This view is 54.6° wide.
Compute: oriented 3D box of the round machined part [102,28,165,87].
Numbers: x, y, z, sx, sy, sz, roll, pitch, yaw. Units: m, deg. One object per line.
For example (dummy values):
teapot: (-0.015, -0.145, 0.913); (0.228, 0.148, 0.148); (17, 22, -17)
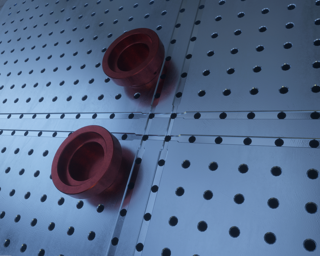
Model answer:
round machined part: (-0.037, -0.104, 0.482); (0.098, 0.042, 0.098); (-13, 56, 21)

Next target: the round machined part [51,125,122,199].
round machined part: (-0.093, 0.048, 0.418); (0.098, 0.042, 0.098); (-13, 56, 21)
